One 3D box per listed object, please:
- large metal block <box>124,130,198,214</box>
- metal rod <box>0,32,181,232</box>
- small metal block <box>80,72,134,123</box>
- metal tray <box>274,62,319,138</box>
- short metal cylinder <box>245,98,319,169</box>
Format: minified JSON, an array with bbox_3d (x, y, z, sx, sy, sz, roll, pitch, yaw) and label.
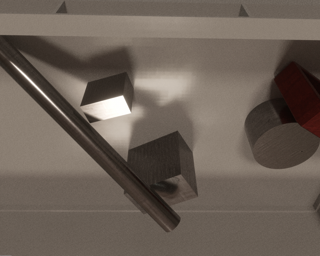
[{"bbox_3d":[0.001,0.060,0.425,0.080,0.080,0.050,-22,127,17],"label":"large metal block"},{"bbox_3d":[-0.084,0.010,0.353,0.025,0.025,0.300,-37,102,26],"label":"metal rod"},{"bbox_3d":[-0.060,-0.036,0.361,0.050,0.050,0.025,-13,129,10],"label":"small metal block"},{"bbox_3d":[0.199,-0.015,0.356,0.131,0.090,0.030,27,125,-21],"label":"metal tray"},{"bbox_3d":[0.156,0.008,0.402,0.081,0.050,0.079,0,130,0],"label":"short metal cylinder"}]
